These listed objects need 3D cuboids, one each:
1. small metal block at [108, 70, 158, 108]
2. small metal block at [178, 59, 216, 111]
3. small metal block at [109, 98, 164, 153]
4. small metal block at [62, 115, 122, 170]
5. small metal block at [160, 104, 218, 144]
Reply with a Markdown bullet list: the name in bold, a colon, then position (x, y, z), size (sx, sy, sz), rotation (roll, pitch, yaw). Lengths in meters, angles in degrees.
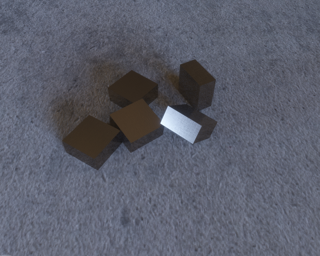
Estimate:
- **small metal block**: position (-0.038, -0.051, 0.446), size (0.050, 0.025, 0.050), rotation (31, 56, 23)
- **small metal block**: position (0.051, -0.060, 0.438), size (0.025, 0.050, 0.050), rotation (-23, 54, -18)
- **small metal block**: position (-0.030, -0.004, 0.402), size (0.050, 0.025, 0.050), rotation (-29, 64, -23)
- **small metal block**: position (-0.084, 0.017, 0.388), size (0.050, 0.025, 0.050), rotation (25, 54, 19)
- **small metal block**: position (0.038, -0.007, 0.394), size (0.050, 0.025, 0.050), rotation (33, 22, 24)
